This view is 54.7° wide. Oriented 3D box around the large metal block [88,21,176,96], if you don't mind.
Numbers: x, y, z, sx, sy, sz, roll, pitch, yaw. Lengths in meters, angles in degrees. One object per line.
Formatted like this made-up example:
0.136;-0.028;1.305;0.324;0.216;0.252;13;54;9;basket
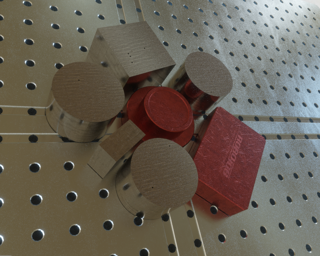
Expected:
-0.039;-0.096;0.430;0.081;0.050;0.080;-24;75;-36;large metal block

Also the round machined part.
0.003;-0.016;0.407;0.099;0.042;0.098;14;56;-21;round machined part

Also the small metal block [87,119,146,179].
-0.049;0.024;0.350;0.025;0.050;0.050;45;51;2;small metal block

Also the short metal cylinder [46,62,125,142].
-0.088;-0.030;0.362;0.081;0.050;0.080;14;56;-21;short metal cylinder

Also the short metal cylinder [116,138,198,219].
-0.004;0.058;0.353;0.081;0.050;0.080;14;56;-21;short metal cylinder

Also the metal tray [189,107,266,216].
0.090;0.041;0.426;0.090;0.030;0.130;35;51;-5;metal tray

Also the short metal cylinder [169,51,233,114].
0.061;-0.067;0.465;0.081;0.050;0.080;14;56;-21;short metal cylinder
